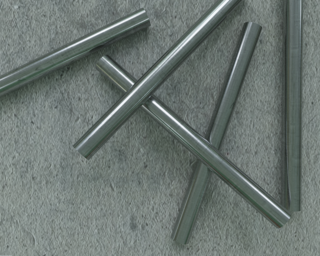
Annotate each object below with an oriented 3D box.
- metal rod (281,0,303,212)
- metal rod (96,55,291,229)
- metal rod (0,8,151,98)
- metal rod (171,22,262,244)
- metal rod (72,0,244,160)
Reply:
[{"bbox_3d":[0.175,-0.042,0.411,0.025,0.025,0.298,1,90,0],"label":"metal rod"},{"bbox_3d":[0.036,0.011,0.389,0.300,0.025,0.025,41,90,8],"label":"metal rod"},{"bbox_3d":[-0.153,-0.082,0.408,0.301,0.025,0.025,-26,90,0],"label":"metal rod"},{"bbox_3d":[0.075,0.006,0.410,0.025,0.025,0.299,19,90,0],"label":"metal rod"},{"bbox_3d":[0.010,-0.079,0.383,0.025,0.025,0.300,43,79,0],"label":"metal rod"}]
